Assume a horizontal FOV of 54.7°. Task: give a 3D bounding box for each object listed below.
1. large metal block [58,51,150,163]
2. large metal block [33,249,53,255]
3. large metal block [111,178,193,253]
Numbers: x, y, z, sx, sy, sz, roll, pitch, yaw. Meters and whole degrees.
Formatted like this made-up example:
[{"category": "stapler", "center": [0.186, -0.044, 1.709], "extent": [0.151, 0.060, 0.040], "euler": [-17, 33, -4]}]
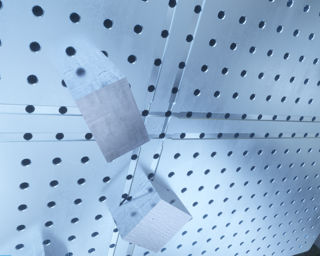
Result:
[{"category": "large metal block", "center": [-0.059, -0.024, 0.329], "extent": [0.050, 0.080, 0.080], "euler": [-28, 128, -11]}, {"category": "large metal block", "center": [-0.175, 0.234, 0.445], "extent": [0.080, 0.050, 0.080], "euler": [-33, 129, -7]}, {"category": "large metal block", "center": [-0.012, 0.135, 0.474], "extent": [0.080, 0.050, 0.080], "euler": [-47, 130, 4]}]
